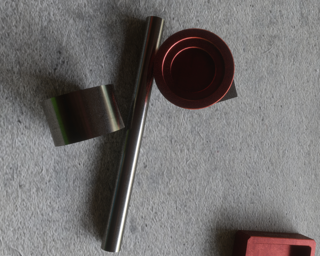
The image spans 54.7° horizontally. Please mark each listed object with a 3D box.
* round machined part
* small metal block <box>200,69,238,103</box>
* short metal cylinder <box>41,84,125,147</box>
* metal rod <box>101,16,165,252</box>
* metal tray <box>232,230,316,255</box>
[{"bbox_3d":[0.042,-0.073,0.396,0.099,0.042,0.097,0,96,1],"label":"round machined part"},{"bbox_3d":[0.076,-0.061,0.439,0.050,0.025,0.050,-17,96,-20],"label":"small metal block"},{"bbox_3d":[-0.085,-0.015,0.349,0.081,0.080,0.050,-17,96,-20],"label":"short metal cylinder"},{"bbox_3d":[-0.034,0.004,0.397,0.025,0.025,0.298,12,86,-20],"label":"metal rod"},{"bbox_3d":[0.172,0.208,0.472,0.131,0.030,0.089,10,87,-20],"label":"metal tray"}]
